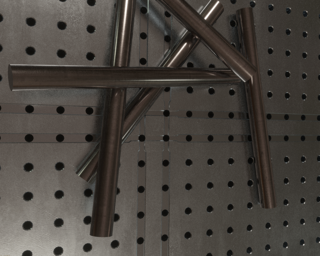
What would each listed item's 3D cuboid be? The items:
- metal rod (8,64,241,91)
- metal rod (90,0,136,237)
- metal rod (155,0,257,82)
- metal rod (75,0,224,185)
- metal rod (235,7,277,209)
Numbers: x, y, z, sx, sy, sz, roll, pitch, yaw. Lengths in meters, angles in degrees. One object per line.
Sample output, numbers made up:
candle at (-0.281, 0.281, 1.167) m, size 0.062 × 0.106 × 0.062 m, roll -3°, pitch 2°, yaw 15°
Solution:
metal rod at (-0.014, -0.061, 0.371) m, size 0.303 × 0.025 × 0.025 m, roll -7°, pitch 93°, yaw -34°
metal rod at (-0.054, -0.027, 0.372) m, size 0.025 × 0.025 × 0.298 m, roll 8°, pitch 79°, yaw -20°
metal rod at (0.009, -0.167, 0.397) m, size 0.300 × 0.025 × 0.025 m, roll 40°, pitch 77°, yaw -9°
metal rod at (-0.006, -0.056, 0.411) m, size 0.025 × 0.025 × 0.300 m, roll 40°, pitch 77°, yaw -16°
metal rod at (0.146, -0.028, 0.468) m, size 0.025 × 0.025 × 0.298 m, roll -9°, pitch 93°, yaw -20°
